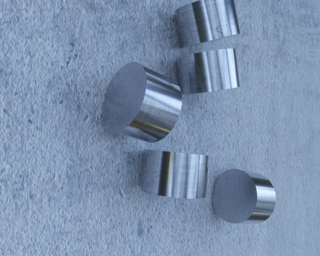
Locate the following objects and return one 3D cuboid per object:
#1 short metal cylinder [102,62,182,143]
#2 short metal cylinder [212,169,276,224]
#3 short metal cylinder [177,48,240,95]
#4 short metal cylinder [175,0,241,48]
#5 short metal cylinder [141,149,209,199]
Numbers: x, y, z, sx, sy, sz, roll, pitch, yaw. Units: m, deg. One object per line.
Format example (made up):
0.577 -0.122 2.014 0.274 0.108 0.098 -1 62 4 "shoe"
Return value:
-0.022 -0.028 0.351 0.050 0.080 0.080 19 78 -39 "short metal cylinder"
0.128 0.106 0.476 0.050 0.080 0.080 16 80 -39 "short metal cylinder"
0.066 -0.076 0.424 0.081 0.080 0.050 -14 100 -39 "short metal cylinder"
0.065 -0.144 0.423 0.081 0.080 0.050 -23 105 -38 "short metal cylinder"
0.019 0.055 0.384 0.081 0.080 0.050 10 84 -40 "short metal cylinder"
